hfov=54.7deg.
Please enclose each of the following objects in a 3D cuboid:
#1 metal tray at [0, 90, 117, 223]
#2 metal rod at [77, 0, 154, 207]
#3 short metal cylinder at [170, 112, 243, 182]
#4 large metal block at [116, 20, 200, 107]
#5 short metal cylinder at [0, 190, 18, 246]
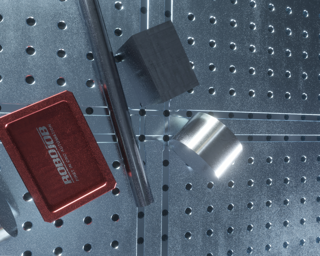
[{"bbox_3d":[-0.120,0.032,0.365,0.091,0.030,0.129,-27,99,-18],"label":"metal tray"},{"bbox_3d":[-0.058,-0.045,0.391,0.025,0.025,0.298,-17,96,-20],"label":"metal rod"},{"bbox_3d":[0.060,0.025,0.407,0.050,0.080,0.080,-47,105,-14],"label":"short metal cylinder"},{"bbox_3d":[-0.006,-0.075,0.382,0.050,0.080,0.080,-28,100,-18],"label":"large metal block"},{"bbox_3d":[-0.189,0.089,0.314,0.050,0.080,0.080,-28,100,-18],"label":"short metal cylinder"}]
